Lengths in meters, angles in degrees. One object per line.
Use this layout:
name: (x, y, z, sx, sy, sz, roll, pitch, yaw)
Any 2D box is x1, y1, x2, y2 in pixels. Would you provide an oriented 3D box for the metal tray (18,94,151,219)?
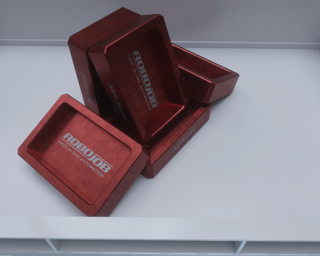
metal tray: (-0.088, 0.029, 0.352, 0.130, 0.030, 0.090, 33, 81, 24)

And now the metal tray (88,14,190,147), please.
metal tray: (-0.017, -0.054, 0.364, 0.030, 0.129, 0.090, 15, 47, 43)

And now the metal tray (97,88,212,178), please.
metal tray: (-0.005, -0.007, 0.405, 0.090, 0.030, 0.131, 32, 57, 23)

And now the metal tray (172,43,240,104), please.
metal tray: (0.038, -0.085, 0.449, 0.130, 0.030, 0.091, 32, 31, 23)

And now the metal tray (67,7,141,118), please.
metal tray: (-0.059, -0.073, 0.394, 0.030, 0.129, 0.090, 32, 57, 25)
